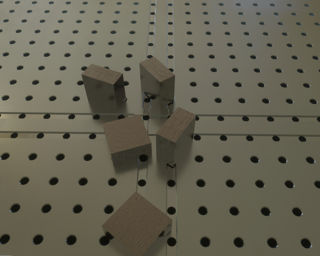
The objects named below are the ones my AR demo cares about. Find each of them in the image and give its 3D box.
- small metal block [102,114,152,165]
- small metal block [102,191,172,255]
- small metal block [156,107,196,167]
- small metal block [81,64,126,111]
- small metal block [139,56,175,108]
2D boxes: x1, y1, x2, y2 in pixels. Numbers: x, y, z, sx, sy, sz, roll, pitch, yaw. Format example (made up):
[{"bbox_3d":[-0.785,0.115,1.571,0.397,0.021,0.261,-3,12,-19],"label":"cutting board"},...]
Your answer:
[{"bbox_3d":[-0.042,0.014,0.396,0.050,0.025,0.050,-15,52,-12],"label":"small metal block"},{"bbox_3d":[-0.023,0.103,0.321,0.050,0.025,0.050,33,57,24],"label":"small metal block"},{"bbox_3d":[0.020,0.011,0.382,0.025,0.050,0.050,26,55,20],"label":"small metal block"},{"bbox_3d":[-0.078,-0.058,0.440,0.050,0.050,0.025,19,53,15],"label":"small metal block"},{"bbox_3d":[-0.004,-0.066,0.447,0.025,0.050,0.050,-29,56,-22],"label":"small metal block"}]
